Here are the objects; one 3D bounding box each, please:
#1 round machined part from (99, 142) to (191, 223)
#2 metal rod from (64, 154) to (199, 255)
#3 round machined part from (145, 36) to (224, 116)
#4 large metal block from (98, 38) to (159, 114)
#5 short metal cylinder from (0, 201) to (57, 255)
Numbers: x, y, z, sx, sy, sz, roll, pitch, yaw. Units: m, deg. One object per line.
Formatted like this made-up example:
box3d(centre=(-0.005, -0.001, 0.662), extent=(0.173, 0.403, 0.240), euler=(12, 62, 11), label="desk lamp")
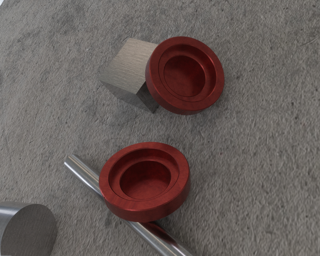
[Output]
box3d(centre=(-0.015, 0.064, 0.346), extent=(0.099, 0.042, 0.098), euler=(-5, 39, 5), label="round machined part")
box3d(centre=(-0.020, 0.107, 0.348), extent=(0.300, 0.025, 0.025), euler=(29, 78, 37), label="metal rod")
box3d(centre=(0.028, -0.062, 0.395), extent=(0.099, 0.042, 0.098), euler=(5, 75, -17), label="round machined part")
box3d(centre=(-0.027, -0.077, 0.449), extent=(0.080, 0.050, 0.080), euler=(25, 75, 37), label="large metal block")
box3d(centre=(-0.175, 0.132, 0.380), extent=(0.050, 0.080, 0.080), euler=(-3, 61, 27), label="short metal cylinder")
